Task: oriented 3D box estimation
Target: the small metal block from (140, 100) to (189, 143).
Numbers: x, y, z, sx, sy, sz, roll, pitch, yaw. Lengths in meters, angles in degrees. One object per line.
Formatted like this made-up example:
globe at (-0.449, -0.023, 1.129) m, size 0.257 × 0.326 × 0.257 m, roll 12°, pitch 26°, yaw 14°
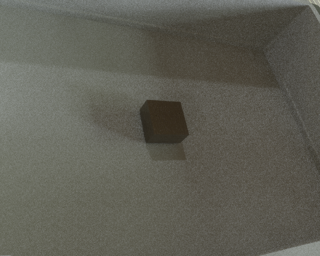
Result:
small metal block at (0.005, -0.008, 0.408) m, size 0.050 × 0.025 × 0.050 m, roll 1°, pitch 61°, yaw -27°
